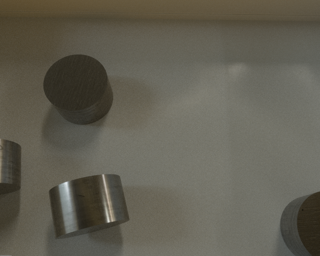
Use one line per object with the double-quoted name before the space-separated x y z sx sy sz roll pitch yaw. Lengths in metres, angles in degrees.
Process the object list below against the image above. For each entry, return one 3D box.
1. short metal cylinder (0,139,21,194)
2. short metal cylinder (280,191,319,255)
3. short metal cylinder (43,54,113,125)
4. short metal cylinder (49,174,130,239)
"short metal cylinder" -0.206 0.048 0.361 0.081 0.080 0.050 -7 71 -3
"short metal cylinder" 0.187 0.115 0.355 0.081 0.050 0.080 0 70 0
"short metal cylinder" -0.106 -0.050 0.414 0.081 0.050 0.080 0 70 0
"short metal cylinder" -0.079 0.088 0.347 0.081 0.080 0.050 -14 71 -5
